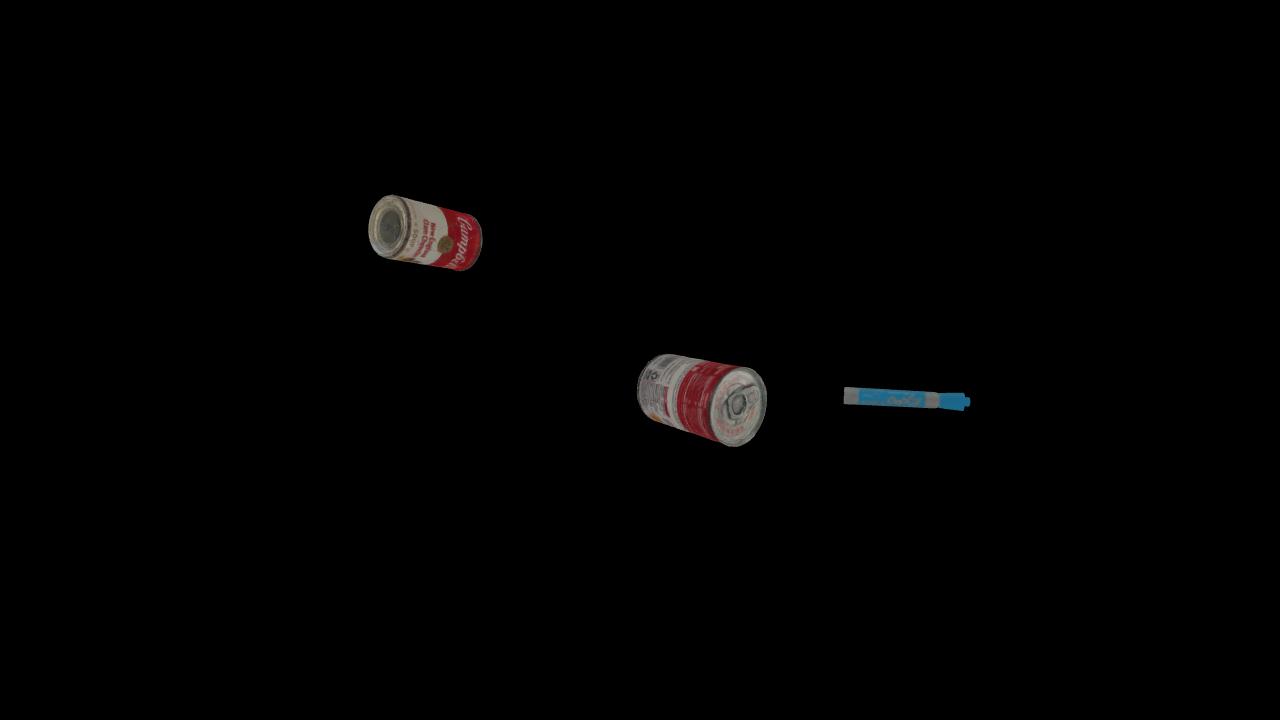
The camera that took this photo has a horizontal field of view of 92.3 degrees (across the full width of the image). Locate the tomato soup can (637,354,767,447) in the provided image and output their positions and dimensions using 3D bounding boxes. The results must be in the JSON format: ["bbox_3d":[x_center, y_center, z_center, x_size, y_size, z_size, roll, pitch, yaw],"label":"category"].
[{"bbox_3d":[0.052,0.033,0.546,0.068,0.068,0.101,0,7,-38],"label":"tomato soup can"}]

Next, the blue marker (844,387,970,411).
[{"bbox_3d":[0.276,0.040,0.641,0.121,0.020,0.020,2,1,19],"label":"blue marker"}]

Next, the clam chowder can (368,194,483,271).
[{"bbox_3d":[-0.235,-0.138,0.678,0.068,0.068,0.102,0,-1,33],"label":"clam chowder can"}]
